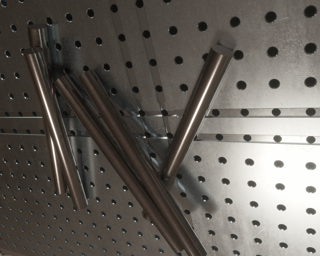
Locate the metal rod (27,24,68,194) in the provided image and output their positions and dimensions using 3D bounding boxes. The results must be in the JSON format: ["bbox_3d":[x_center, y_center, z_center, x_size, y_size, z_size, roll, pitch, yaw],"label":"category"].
[{"bbox_3d":[-0.173,-0.011,0.492,0.025,0.025,0.298,17,125,18],"label":"metal rod"}]

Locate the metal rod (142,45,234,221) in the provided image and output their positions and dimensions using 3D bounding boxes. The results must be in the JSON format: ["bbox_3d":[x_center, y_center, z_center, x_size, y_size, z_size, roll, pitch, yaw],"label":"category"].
[{"bbox_3d":[0.024,0.030,0.415,0.025,0.025,0.298,28,128,10],"label":"metal rod"}]

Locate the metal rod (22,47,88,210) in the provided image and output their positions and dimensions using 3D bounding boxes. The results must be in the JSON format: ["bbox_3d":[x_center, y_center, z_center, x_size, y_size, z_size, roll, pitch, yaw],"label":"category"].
[{"bbox_3d":[-0.156,0.021,0.487,0.025,0.025,0.298,12,128,21],"label":"metal rod"}]

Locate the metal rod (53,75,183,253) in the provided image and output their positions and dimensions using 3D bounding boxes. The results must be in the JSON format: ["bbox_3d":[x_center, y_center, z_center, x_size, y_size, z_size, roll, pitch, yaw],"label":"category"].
[{"bbox_3d":[-0.055,0.053,0.448,0.025,0.025,0.299,-33,93,38],"label":"metal rod"}]

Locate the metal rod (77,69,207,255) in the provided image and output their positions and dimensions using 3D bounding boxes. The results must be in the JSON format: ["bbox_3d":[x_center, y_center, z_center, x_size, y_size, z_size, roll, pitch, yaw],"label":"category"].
[{"bbox_3d":[-0.022,0.054,0.427,0.025,0.025,0.299,-29,95,37],"label":"metal rod"}]
